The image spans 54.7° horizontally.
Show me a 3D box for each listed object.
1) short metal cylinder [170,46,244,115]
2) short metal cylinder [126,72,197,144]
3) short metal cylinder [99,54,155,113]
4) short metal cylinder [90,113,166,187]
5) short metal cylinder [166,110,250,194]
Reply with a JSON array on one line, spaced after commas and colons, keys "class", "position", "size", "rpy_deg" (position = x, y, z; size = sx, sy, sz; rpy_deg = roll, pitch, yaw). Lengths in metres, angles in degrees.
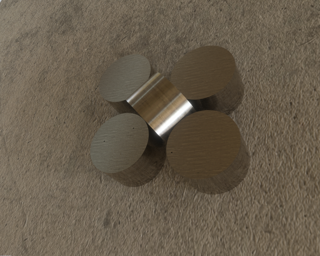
[{"class": "short metal cylinder", "position": [0.060, -0.056, 0.389], "size": [0.080, 0.050, 0.080], "rpy_deg": [-13, 56, 20]}, {"class": "short metal cylinder", "position": [0.004, -0.022, 0.381], "size": [0.050, 0.080, 0.080], "rpy_deg": [-43, 51, -1]}, {"class": "short metal cylinder", "position": [-0.039, -0.058, 0.442], "size": [0.080, 0.050, 0.080], "rpy_deg": [-13, 56, 20]}, {"class": "short metal cylinder", "position": [-0.039, 0.028, 0.390], "size": [0.080, 0.050, 0.080], "rpy_deg": [-13, 56, 20]}, {"class": "short metal cylinder", "position": [0.054, 0.027, 0.342], "size": [0.080, 0.050, 0.080], "rpy_deg": [-13, 56, 20]}]
